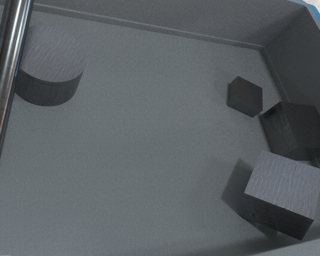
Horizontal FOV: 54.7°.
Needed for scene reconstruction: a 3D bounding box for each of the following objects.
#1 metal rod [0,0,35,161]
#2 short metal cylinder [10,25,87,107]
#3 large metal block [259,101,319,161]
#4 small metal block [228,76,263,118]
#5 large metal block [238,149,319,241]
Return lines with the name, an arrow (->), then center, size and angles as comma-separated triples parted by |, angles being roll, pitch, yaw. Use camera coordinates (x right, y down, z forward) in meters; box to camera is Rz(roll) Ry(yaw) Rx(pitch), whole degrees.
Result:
metal rod -> -0.144, -0.108, 0.310 | 0.025, 0.025, 0.298 | 12, 84, -23
short metal cylinder -> -0.132, -0.072, 0.363 | 0.081, 0.050, 0.080 | 14, 56, -21
large metal block -> 0.221, 0.007, 0.508 | 0.081, 0.050, 0.080 | 4, 60, -27
small metal block -> 0.143, -0.052, 0.517 | 0.050, 0.025, 0.050 | 23, 53, -15
large metal block -> 0.157, 0.084, 0.404 | 0.080, 0.050, 0.080 | 19, 47, 21
